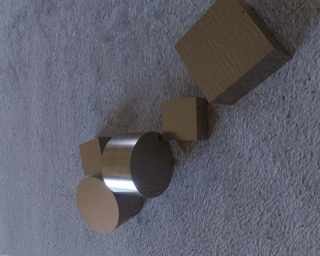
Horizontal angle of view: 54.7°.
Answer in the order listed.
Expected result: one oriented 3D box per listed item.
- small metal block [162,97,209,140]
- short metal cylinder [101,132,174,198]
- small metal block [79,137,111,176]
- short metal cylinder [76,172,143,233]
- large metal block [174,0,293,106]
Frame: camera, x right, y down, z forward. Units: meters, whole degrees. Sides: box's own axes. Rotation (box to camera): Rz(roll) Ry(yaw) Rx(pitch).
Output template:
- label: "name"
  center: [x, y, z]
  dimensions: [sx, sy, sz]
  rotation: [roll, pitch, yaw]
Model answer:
- label: "small metal block"
  center: [0.031, -0.010, 0.380]
  dimensions: [0.050, 0.025, 0.050]
  rotation: [-2, 89, 40]
- label: "short metal cylinder"
  center: [-0.027, 0.045, 0.391]
  dimensions: [0.050, 0.081, 0.080]
  rotation: [-4, 88, 40]
- label: "small metal block"
  center: [-0.098, 0.044, 0.486]
  dimensions: [0.050, 0.025, 0.050]
  rotation: [-21, 76, 38]
- label: "short metal cylinder"
  center: [-0.072, 0.100, 0.439]
  dimensions: [0.080, 0.050, 0.079]
  rotation: [8, 105, 33]
- label: "large metal block"
  center: [0.074, -0.081, 0.327]
  dimensions: [0.080, 0.050, 0.080]
  rotation: [-42, 65, 32]
